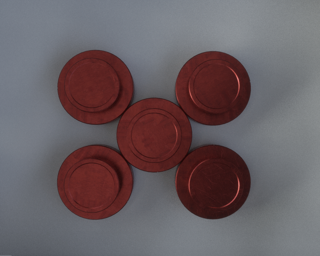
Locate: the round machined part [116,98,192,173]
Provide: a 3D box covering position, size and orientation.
[{"bbox_3d":[-0.007,0.009,0.401,0.099,0.042,0.097,0,90,-1],"label":"round machined part"}]

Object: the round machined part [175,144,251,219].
[{"bbox_3d":[0.070,0.071,0.403,0.099,0.042,0.097,0,90,-1],"label":"round machined part"}]

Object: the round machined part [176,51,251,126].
[{"bbox_3d":[0.070,-0.052,0.403,0.099,0.042,0.097,0,90,-1],"label":"round machined part"}]

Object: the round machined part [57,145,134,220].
[{"bbox_3d":[-0.084,0.071,0.401,0.099,0.042,0.097,0,90,-1],"label":"round machined part"}]

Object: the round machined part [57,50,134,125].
[{"bbox_3d":[-0.084,-0.053,0.400,0.099,0.042,0.097,0,90,-1],"label":"round machined part"}]
